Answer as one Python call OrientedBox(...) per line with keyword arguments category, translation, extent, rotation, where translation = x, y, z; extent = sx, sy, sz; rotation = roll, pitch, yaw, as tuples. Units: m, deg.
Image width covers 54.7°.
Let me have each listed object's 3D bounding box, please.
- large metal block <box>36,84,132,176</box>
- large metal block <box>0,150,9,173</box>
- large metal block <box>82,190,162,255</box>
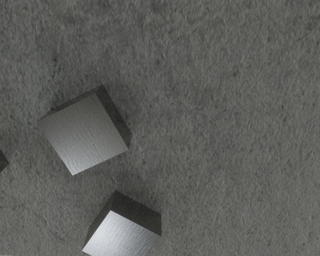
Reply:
OrientedBox(category="large metal block", translation=(-0.092, 0.001, 0.396), extent=(0.080, 0.050, 0.080), rotation=(-25, 109, 8))
OrientedBox(category="large metal block", translation=(-0.260, 0.056, 0.398), extent=(0.080, 0.080, 0.050), rotation=(-20, 109, 7))
OrientedBox(category="large metal block", translation=(-0.054, 0.152, 0.452), extent=(0.080, 0.050, 0.080), rotation=(31, 107, -11))
